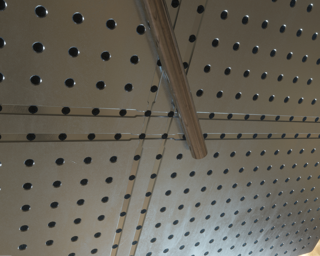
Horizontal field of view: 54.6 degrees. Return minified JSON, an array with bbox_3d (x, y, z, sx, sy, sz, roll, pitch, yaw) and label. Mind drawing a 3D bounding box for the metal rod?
[{"bbox_3d":[0.016,-0.072,0.374,0.025,0.025,0.299,-29,128,-10],"label":"metal rod"}]
